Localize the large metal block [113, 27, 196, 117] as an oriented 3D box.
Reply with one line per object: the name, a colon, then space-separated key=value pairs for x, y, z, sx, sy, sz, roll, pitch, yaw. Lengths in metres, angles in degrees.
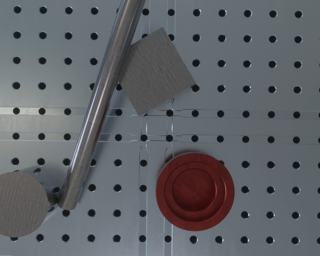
large metal block: x=-0.011 y=-0.069 z=0.401 sx=0.080 sy=0.050 sz=0.080 roll=-30 pitch=90 yaw=0

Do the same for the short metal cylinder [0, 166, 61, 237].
short metal cylinder: x=-0.175 y=0.092 z=0.399 sx=0.081 sy=0.050 sz=0.080 roll=0 pitch=90 yaw=0

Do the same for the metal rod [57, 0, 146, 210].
metal rod: x=-0.072 y=-0.031 z=0.373 sx=0.025 sy=0.025 sz=0.298 roll=21 pitch=106 yaw=0

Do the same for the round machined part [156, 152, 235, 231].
round machined part: x=0.044 y=0.079 z=0.405 sx=0.099 sy=0.042 sz=0.097 roll=0 pitch=90 yaw=0
